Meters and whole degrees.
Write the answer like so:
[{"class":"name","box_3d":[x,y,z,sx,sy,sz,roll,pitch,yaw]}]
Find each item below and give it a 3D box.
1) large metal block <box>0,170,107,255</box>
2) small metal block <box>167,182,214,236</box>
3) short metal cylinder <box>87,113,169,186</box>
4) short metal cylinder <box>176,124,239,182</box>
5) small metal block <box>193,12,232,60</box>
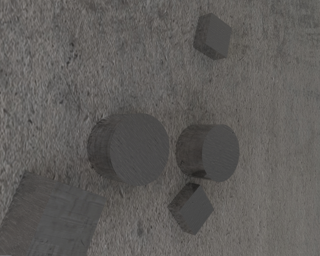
[{"class":"large metal block","box_3d":[-0.103,0.089,0.283,0.050,0.080,0.080,30,71,-36]},{"class":"small metal block","box_3d":[0.045,0.115,0.442,0.050,0.025,0.050,-44,117,-31]},{"class":"short metal cylinder","box_3d":[-0.036,0.023,0.358,0.081,0.050,0.080,0,90,-40]},{"class":"short metal cylinder","box_3d":[0.069,0.035,0.446,0.081,0.050,0.080,0,90,-40]},{"class":"small metal block","box_3d":[0.081,-0.138,0.472,0.050,0.025,0.050,20,78,-38]}]
